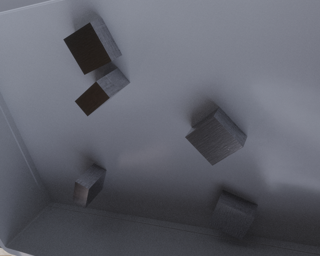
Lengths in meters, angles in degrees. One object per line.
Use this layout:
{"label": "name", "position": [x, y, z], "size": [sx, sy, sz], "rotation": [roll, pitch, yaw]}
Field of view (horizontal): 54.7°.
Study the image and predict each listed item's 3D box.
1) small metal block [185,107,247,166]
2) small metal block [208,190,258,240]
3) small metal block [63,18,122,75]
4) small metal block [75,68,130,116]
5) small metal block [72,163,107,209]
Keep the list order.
{"label": "small metal block", "position": [0.068, 0.011, 0.379], "size": [0.050, 0.025, 0.050], "rotation": [46, 129, -5]}
{"label": "small metal block", "position": [0.101, 0.121, 0.430], "size": [0.050, 0.025, 0.050], "rotation": [22, 127, 14]}
{"label": "small metal block", "position": [-0.084, -0.101, 0.389], "size": [0.050, 0.025, 0.050], "rotation": [-17, 110, 34]}
{"label": "small metal block", "position": [-0.074, -0.047, 0.401], "size": [0.050, 0.050, 0.025], "rotation": [-32, 101, 38]}
{"label": "small metal block", "position": [-0.116, 0.095, 0.510], "size": [0.025, 0.050, 0.050], "rotation": [27, 128, 11]}
